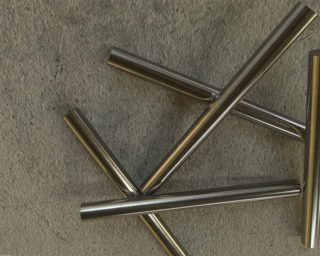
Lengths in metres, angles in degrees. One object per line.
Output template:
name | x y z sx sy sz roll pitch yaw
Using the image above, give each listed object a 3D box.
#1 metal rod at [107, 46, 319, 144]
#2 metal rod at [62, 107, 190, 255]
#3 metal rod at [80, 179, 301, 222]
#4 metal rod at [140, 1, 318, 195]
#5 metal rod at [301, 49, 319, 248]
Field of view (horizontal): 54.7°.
metal rod | 0.080 -0.035 0.397 0.302 0.025 0.025 21 109 -8
metal rod | -0.037 0.098 0.445 0.025 0.025 0.299 -31 108 10
metal rod | 0.046 0.099 0.428 0.302 0.025 0.025 -5 110 -6
metal rod | 0.066 -0.016 0.379 0.025 0.025 0.298 33 116 -12
metal rod | 0.202 0.046 0.405 0.025 0.025 0.298 -10 119 4
